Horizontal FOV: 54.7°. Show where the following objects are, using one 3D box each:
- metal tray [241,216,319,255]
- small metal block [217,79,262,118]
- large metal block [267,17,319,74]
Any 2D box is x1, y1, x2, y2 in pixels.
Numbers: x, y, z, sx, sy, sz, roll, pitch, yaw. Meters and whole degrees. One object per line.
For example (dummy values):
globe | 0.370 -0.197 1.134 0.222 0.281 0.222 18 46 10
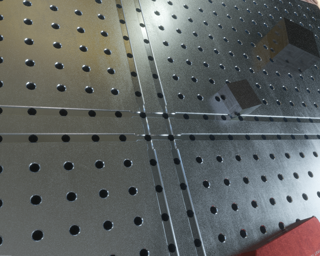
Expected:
metal tray | 0.173 0.177 0.390 0.131 0.030 0.090 -12 68 -33
small metal block | 0.131 -0.049 0.509 0.050 0.025 0.050 -16 70 -34
large metal block | 0.276 -0.172 0.646 0.081 0.050 0.080 18 55 -18
